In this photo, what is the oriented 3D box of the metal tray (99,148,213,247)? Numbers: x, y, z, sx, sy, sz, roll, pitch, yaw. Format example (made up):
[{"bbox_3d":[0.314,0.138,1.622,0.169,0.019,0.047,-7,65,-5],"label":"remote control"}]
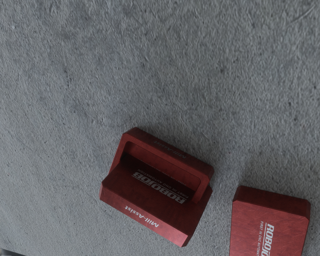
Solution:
[{"bbox_3d":[-0.004,0.088,0.420,0.130,0.090,0.030,28,130,10],"label":"metal tray"}]

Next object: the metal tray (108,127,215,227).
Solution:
[{"bbox_3d":[-0.002,0.067,0.431,0.130,0.030,0.089,27,113,11],"label":"metal tray"}]

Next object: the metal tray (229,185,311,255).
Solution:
[{"bbox_3d":[0.143,0.145,0.418,0.090,0.030,0.129,9,123,23],"label":"metal tray"}]
